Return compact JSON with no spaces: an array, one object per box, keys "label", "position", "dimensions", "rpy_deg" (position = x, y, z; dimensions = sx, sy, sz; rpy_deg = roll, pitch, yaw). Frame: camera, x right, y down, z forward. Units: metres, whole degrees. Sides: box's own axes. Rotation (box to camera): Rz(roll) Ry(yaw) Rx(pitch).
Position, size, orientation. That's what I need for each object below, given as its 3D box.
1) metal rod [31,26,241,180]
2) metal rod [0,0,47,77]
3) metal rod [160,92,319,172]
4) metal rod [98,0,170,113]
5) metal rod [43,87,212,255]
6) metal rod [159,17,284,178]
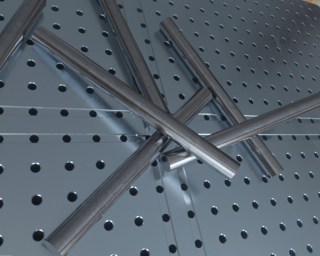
[{"label":"metal rod","position":[-0.033,-0.033,0.386],"dimensions":[0.300,0.025,0.025],"rpy_deg":[35,51,4]},{"label":"metal rod","position":[-0.192,-0.055,0.338],"dimensions":[0.025,0.025,0.300],"rpy_deg":[22,54,-15]},{"label":"metal rod","position":[0.136,-0.002,0.449],"dimensions":[0.302,0.025,0.025],"rpy_deg":[-19,72,-25]},{"label":"metal rod","position":[-0.057,-0.144,0.464],"dimensions":[0.025,0.025,0.299],"rpy_deg":[-13,68,-33]},{"label":"metal rod","position":[-0.015,0.031,0.380],"dimensions":[0.025,0.025,0.301],"rpy_deg":[44,51,2]},{"label":"metal rod","position":[0.090,-0.054,0.489],"dimensions":[0.025,0.025,0.299],"rpy_deg":[-25,75,-37]}]
